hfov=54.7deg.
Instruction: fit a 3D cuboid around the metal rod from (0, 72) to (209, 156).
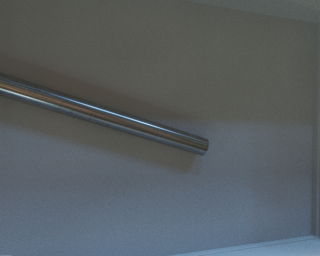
[{"bbox_3d":[-0.074,-0.016,0.383,0.302,0.025,0.025,18,84,-20],"label":"metal rod"}]
